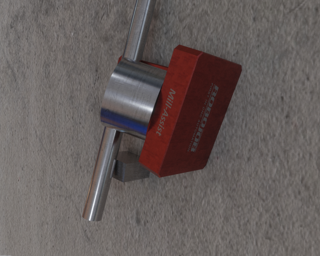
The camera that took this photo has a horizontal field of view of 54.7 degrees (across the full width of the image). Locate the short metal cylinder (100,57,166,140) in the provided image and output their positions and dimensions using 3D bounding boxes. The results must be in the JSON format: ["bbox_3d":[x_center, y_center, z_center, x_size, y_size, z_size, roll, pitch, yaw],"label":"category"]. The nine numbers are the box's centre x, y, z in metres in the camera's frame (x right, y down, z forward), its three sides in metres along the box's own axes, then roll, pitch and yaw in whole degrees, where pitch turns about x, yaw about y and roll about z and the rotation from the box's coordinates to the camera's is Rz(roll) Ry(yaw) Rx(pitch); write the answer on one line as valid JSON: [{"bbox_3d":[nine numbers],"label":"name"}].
[{"bbox_3d":[-0.025,-0.032,0.342,0.050,0.080,0.079,19,105,4],"label":"short metal cylinder"}]

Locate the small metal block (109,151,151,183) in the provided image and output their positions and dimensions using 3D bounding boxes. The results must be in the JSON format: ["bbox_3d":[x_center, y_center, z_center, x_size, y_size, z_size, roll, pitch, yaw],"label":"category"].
[{"bbox_3d":[-0.047,0.052,0.427,0.050,0.050,0.025,17,101,38],"label":"small metal block"}]

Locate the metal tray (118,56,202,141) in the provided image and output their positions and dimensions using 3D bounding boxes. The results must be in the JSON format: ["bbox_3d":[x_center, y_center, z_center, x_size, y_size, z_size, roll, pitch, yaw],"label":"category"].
[{"bbox_3d":[-0.010,-0.039,0.409,0.130,0.030,0.089,23,105,37],"label":"metal tray"}]

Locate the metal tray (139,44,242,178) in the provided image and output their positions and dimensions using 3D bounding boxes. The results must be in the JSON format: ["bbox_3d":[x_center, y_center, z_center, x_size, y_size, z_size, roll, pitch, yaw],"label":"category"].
[{"bbox_3d":[0.035,-0.015,0.334,0.030,0.091,0.129,29,108,36],"label":"metal tray"}]

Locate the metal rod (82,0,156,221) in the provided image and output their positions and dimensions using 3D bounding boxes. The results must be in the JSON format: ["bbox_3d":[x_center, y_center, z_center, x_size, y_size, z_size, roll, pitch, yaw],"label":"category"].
[{"bbox_3d":[-0.051,-0.030,0.395,0.025,0.025,0.298,14,90,39],"label":"metal rod"}]
